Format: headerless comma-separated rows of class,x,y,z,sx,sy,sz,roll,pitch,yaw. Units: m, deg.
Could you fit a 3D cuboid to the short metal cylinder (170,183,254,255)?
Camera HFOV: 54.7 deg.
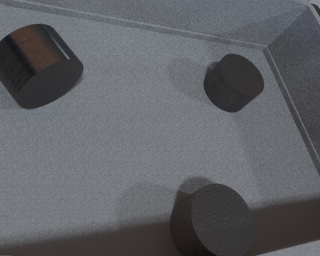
short metal cylinder,0.059,0.110,0.354,0.081,0.050,0.080,14,56,-21

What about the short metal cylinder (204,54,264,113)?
short metal cylinder,0.118,-0.072,0.496,0.081,0.050,0.080,14,56,-21

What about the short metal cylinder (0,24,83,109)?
short metal cylinder,-0.133,-0.066,0.339,0.081,0.080,0.050,-33,81,-38
